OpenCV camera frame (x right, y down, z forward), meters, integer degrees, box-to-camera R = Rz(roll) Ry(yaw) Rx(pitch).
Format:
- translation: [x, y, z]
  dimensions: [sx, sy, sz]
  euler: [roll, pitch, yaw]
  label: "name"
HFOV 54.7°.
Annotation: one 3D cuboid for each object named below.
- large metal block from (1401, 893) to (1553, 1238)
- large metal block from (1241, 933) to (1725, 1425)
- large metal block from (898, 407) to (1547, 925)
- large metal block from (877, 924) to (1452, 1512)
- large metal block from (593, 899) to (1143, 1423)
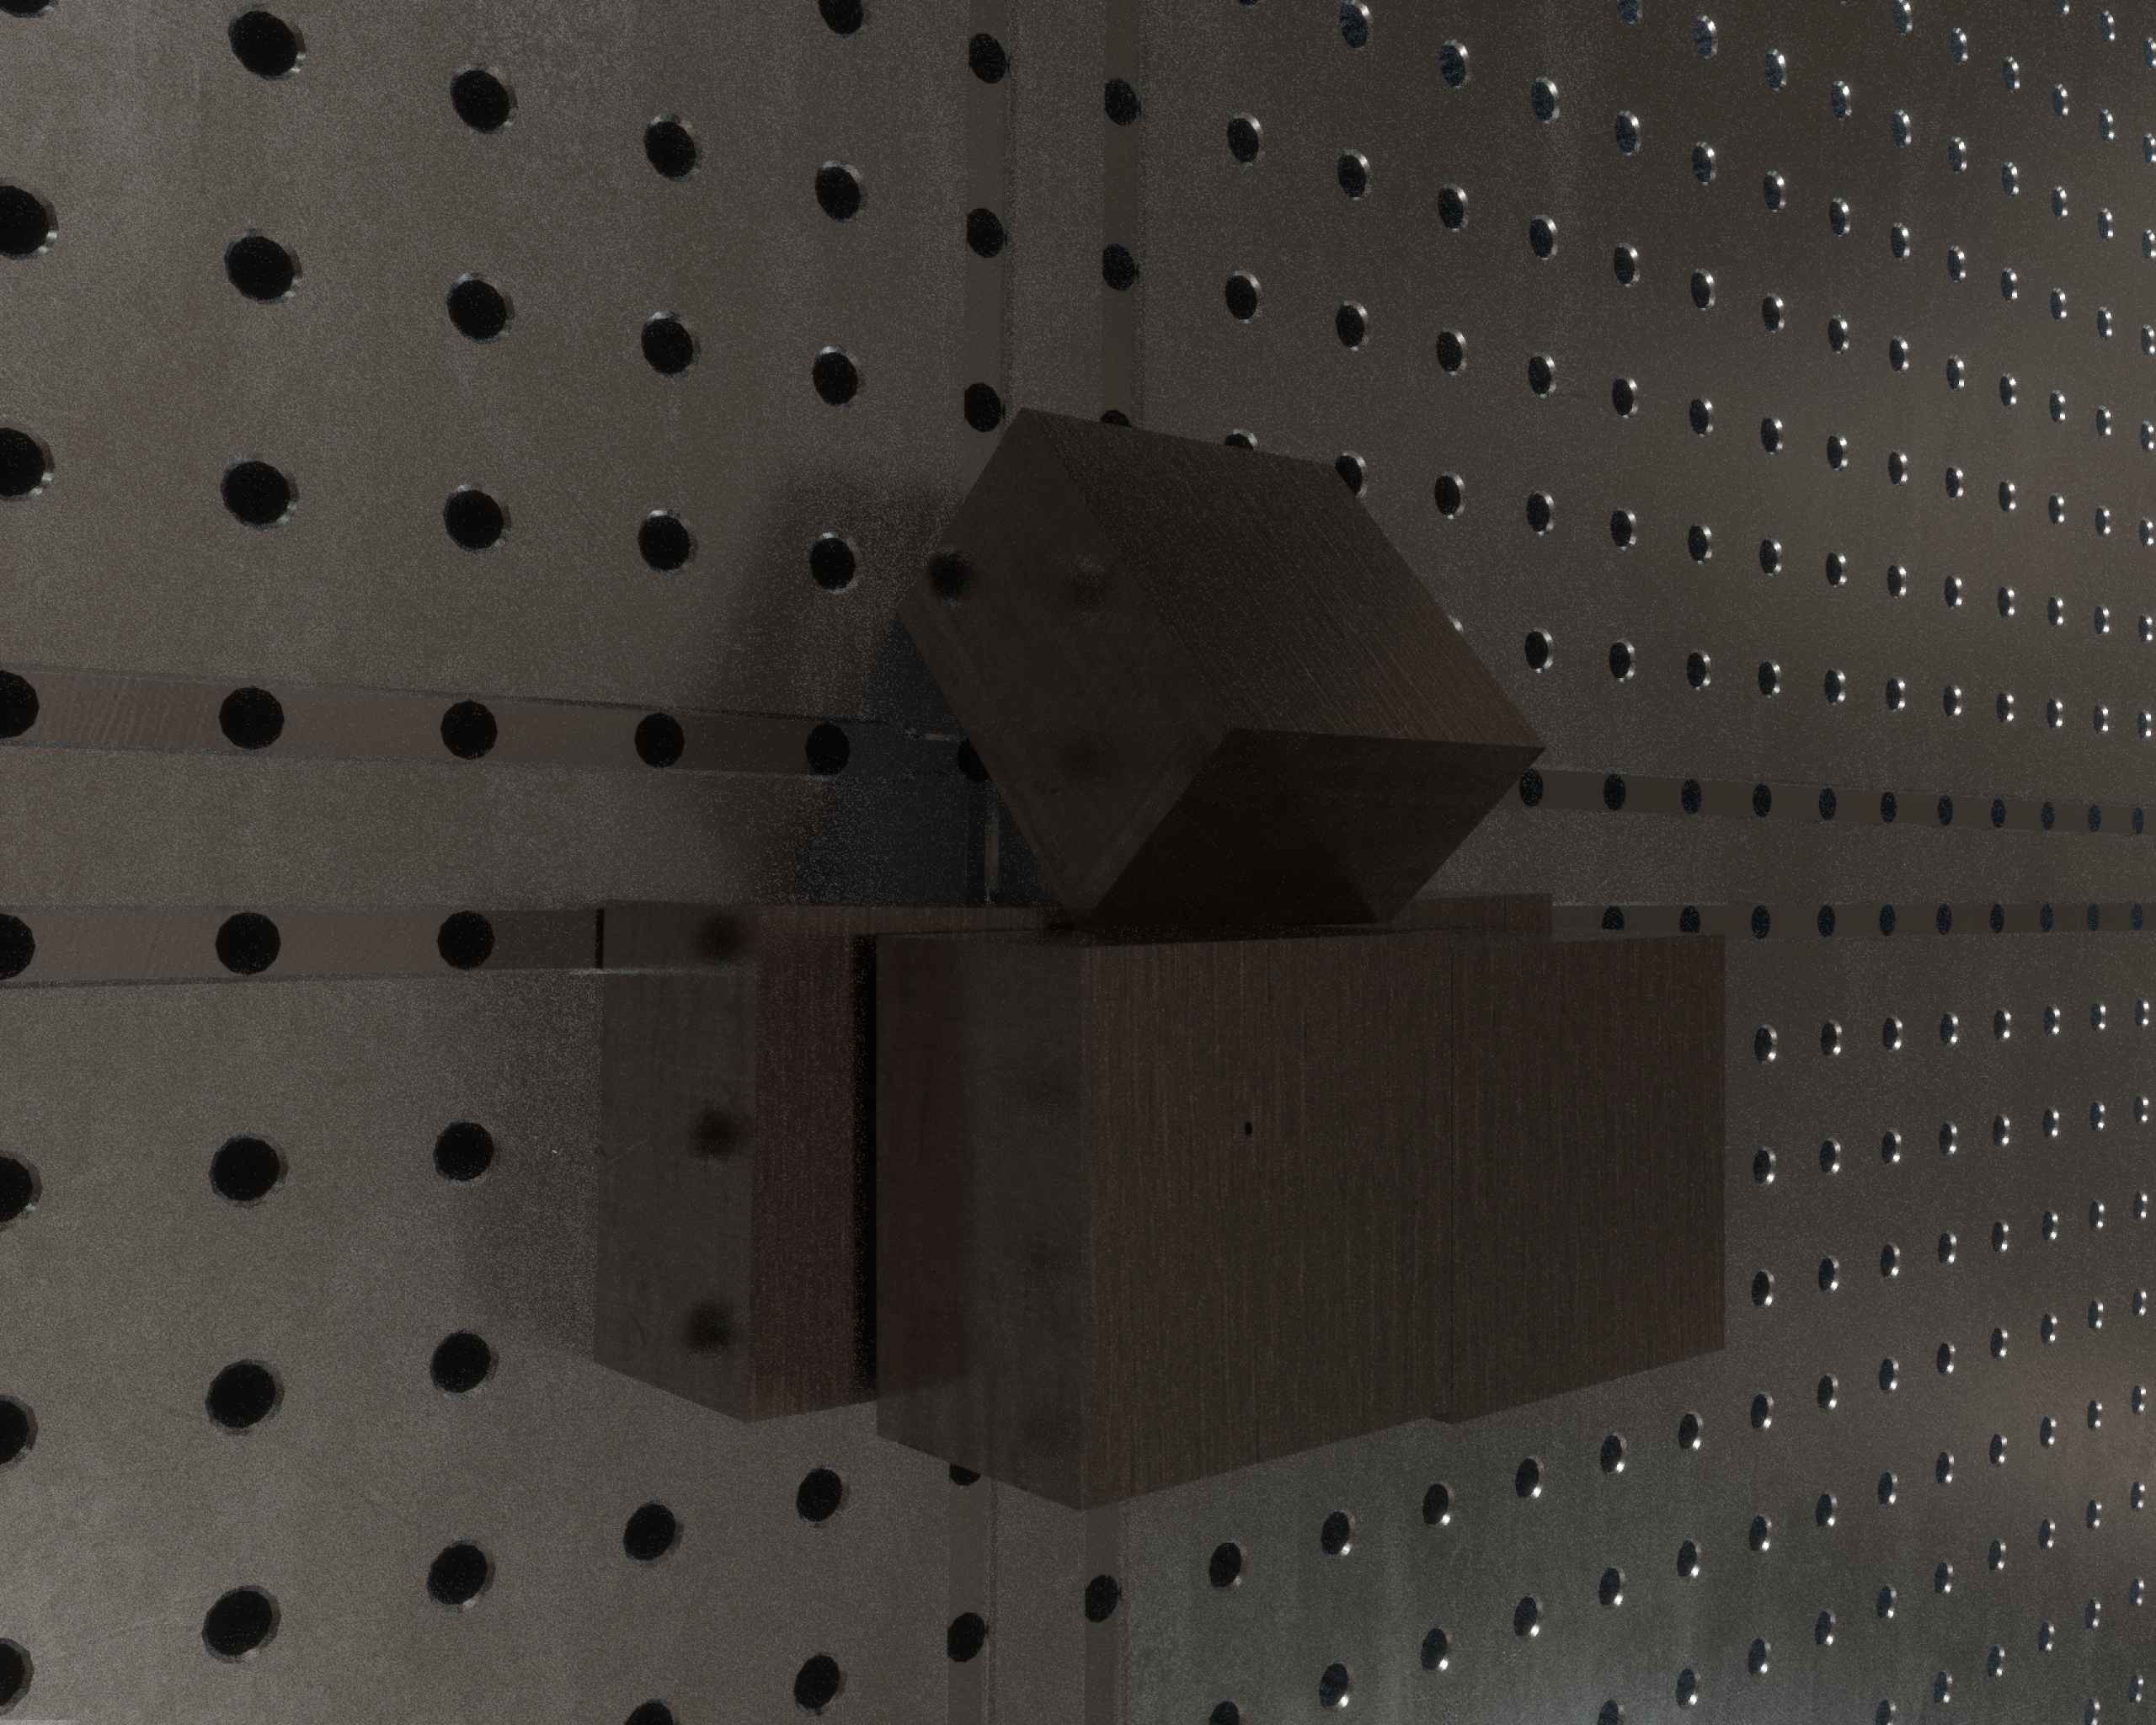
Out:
- translation: [0.055, 0.047, 0.441]
  dimensions: [0.081, 0.050, 0.079]
  euler: [-1, 91, -40]
  label: "large metal block"
- translation: [0.077, 0.053, 0.392]
  dimensions: [0.081, 0.050, 0.079]
  euler: [0, 90, -40]
  label: "large metal block"
- translation: [0.026, -0.034, 0.390]
  dimensions: [0.081, 0.050, 0.080]
  euler: [0, 48, -40]
  label: "large metal block"
- translation: [0.015, 0.051, 0.339]
  dimensions: [0.081, 0.050, 0.079]
  euler: [0, 90, -40]
  label: "large metal block"
- translation: [-0.035, 0.047, 0.366]
  dimensions: [0.081, 0.050, 0.079]
  euler: [2, 89, -40]
  label: "large metal block"
